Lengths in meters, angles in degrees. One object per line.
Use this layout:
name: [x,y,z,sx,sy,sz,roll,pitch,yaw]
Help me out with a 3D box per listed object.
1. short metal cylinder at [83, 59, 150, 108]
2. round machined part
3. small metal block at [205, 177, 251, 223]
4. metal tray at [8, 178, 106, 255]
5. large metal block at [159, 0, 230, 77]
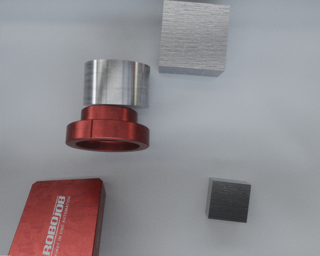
short metal cylinder: [-0.053,-0.051,0.383,0.081,0.080,0.050,2,90,-1]
round machined part: [-0.062,0.001,0.376,0.099,0.098,0.042,1,77,-1]
small metal block: [0.090,0.095,0.413,0.050,0.025,0.050,7,90,-1]
metal tray: [-0.117,0.120,0.364,0.091,0.130,0.030,-3,131,-1]
large metal block: [0.042,-0.112,0.399,0.081,0.050,0.079,4,90,-1]
